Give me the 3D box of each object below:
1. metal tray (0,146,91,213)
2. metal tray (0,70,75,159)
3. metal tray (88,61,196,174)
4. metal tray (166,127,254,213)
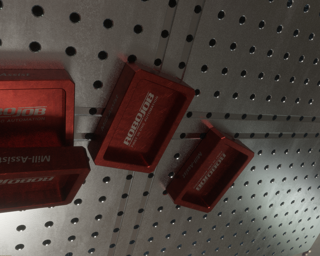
[{"bbox_3d":[-0.152,0.057,0.332,0.131,0.030,0.089,1,143,-34],"label":"metal tray"},{"bbox_3d":[-0.157,-0.012,0.315,0.131,0.030,0.089,-5,121,-26],"label":"metal tray"},{"bbox_3d":[-0.024,-0.008,0.391,0.091,0.030,0.129,15,110,-35],"label":"metal tray"},{"bbox_3d":[0.082,0.072,0.499,0.090,0.030,0.129,26,104,-38],"label":"metal tray"}]
